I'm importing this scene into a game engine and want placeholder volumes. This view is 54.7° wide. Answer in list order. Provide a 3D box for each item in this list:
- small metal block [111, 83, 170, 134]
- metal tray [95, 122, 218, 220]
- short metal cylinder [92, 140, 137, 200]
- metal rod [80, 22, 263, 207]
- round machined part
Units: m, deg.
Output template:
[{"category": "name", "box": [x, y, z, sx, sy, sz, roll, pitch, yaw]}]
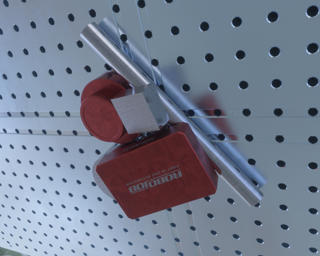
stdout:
[{"category": "small metal block", "box": [-0.024, -0.022, 0.375, 0.050, 0.025, 0.050, -8, 117, 37]}, {"category": "metal tray", "box": [-0.004, 0.057, 0.391, 0.130, 0.030, 0.090, -24, 106, 23]}, {"category": "short metal cylinder", "box": [-0.051, 0.063, 0.455, 0.080, 0.050, 0.079, 13, 124, 21]}, {"category": "metal rod", "box": [0.017, -0.014, 0.388, 0.300, 0.025, 0.025, 45, 129, -4]}, {"category": "round machined part", "box": [-0.067, -0.020, 0.417, 0.098, 0.042, 0.097, 14, 125, 21]}]
